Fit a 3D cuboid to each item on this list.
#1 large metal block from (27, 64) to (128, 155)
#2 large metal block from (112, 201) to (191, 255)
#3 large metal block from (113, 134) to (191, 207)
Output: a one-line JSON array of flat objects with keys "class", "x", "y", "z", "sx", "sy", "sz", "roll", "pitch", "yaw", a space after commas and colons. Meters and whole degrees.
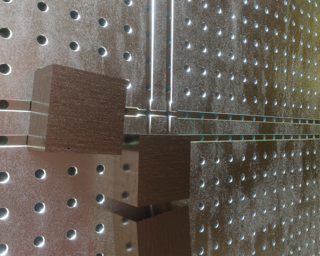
[{"class": "large metal block", "x": -0.084, "y": -0.015, "z": 0.321, "sx": 0.081, "sy": 0.050, "sz": 0.080, "roll": 7, "pitch": 86, "yaw": -40}, {"class": "large metal block", "x": -0.009, "y": 0.139, "z": 0.385, "sx": 0.081, "sy": 0.050, "sz": 0.080, "roll": -6, "pitch": 94, "yaw": -40}, {"class": "large metal block", "x": -0.009, "y": 0.048, "z": 0.385, "sx": 0.081, "sy": 0.050, "sz": 0.080, "roll": 2, "pitch": 89, "yaw": -40}]
